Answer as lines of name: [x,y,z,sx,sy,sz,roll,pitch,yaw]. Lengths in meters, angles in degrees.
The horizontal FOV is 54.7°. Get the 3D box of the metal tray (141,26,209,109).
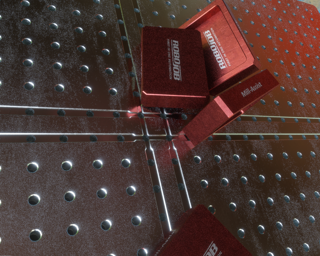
metal tray: [0.018,-0.091,0.455,0.091,0.030,0.130,2,59,-7]

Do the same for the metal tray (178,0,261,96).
metal tray: [0.089,-0.128,0.492,0.030,0.090,0.130,13,51,-55]

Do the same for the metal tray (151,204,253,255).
metal tray: [0.035,0.158,0.329,0.090,0.030,0.131,46,51,3]

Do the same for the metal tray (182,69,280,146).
metal tray: [0.102,-0.030,0.441,0.131,0.090,0.030,-29,78,-38]
